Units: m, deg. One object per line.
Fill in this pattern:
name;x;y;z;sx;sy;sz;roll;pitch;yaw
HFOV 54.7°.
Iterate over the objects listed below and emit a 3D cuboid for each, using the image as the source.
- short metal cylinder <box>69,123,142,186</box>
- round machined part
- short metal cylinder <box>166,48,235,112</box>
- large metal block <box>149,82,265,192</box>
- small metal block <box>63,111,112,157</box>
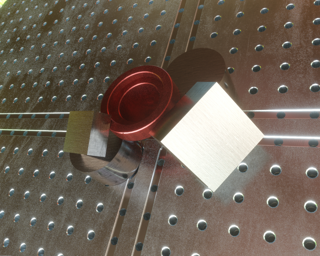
short metal cylinder;-0.071;0.030;0.411;0.080;0.050;0.080;-13;56;21
round machined part;-0.022;-0.027;0.387;0.098;0.042;0.098;-13;56;21
short metal cylinder;0.051;-0.056;0.399;0.080;0.050;0.080;-13;56;21
large metal block;0.049;0.007;0.334;0.080;0.080;0.050;-47;17;-5
small metal block;-0.087;0.007;0.370;0.050;0.025;0.050;2;81;42
